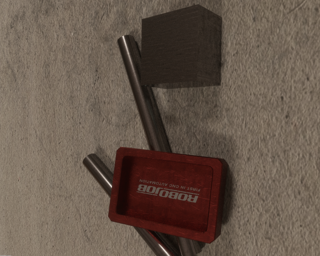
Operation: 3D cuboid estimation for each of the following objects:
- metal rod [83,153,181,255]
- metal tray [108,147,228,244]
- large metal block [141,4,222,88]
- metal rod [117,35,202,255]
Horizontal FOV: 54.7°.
[{"bbox_3d":[-0.017,0.136,0.416,0.300,0.025,0.025,42,115,31],"label":"metal rod"},{"bbox_3d":[0.008,0.073,0.362,0.130,0.030,0.089,5,85,23],"label":"metal tray"},{"bbox_3d":[0.024,-0.090,0.367,0.080,0.050,0.079,2,91,39],"label":"large metal block"},{"bbox_3d":[-0.005,0.013,0.407,0.025,0.025,0.299,-28,73,36],"label":"metal rod"}]
